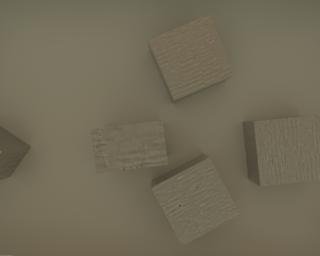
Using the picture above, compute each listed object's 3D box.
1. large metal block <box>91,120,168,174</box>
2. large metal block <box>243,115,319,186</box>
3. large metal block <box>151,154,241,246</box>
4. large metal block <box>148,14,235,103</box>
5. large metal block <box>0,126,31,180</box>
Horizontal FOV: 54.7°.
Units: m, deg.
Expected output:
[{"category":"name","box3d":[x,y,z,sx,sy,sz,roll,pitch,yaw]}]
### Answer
[{"category":"large metal block","box3d":[-0.034,0.021,0.384,0.081,0.080,0.050,-7,90,0]},{"category":"large metal block","box3d":[0.158,0.027,0.401,0.081,0.050,0.079,-6,90,-1]},{"category":"large metal block","box3d":[0.043,0.089,0.400,0.080,0.050,0.080,-28,90,0]},{"category":"large metal block","box3d":[0.038,-0.085,0.399,0.080,0.050,0.080,-23,90,-1]},{"category":"large metal block","box3d":[-0.223,0.024,0.381,0.080,0.080,0.050,35,90,-1]}]
